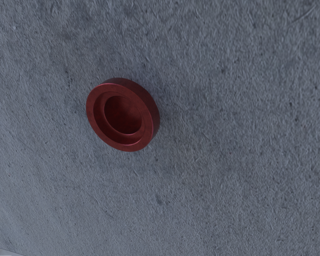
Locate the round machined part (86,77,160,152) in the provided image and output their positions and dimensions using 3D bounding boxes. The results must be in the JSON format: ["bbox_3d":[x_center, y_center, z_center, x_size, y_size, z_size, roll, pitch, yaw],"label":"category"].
[{"bbox_3d":[-0.044,-0.021,0.407,0.098,0.042,0.097,13,124,21],"label":"round machined part"}]
